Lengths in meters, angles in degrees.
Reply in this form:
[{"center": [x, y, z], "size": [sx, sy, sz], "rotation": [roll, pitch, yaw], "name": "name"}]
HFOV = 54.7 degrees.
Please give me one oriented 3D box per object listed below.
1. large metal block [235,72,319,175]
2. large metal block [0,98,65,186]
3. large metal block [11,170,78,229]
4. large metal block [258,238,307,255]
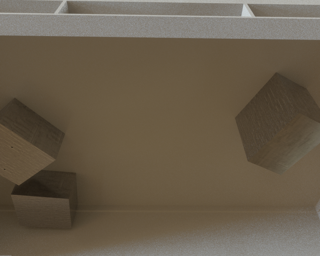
[{"center": [0.142, -0.005, 0.370], "size": [0.050, 0.080, 0.080], "rotation": [23, 127, -18], "name": "large metal block"}, {"center": [-0.189, 0.020, 0.408], "size": [0.080, 0.050, 0.080], "rotation": [-32, 123, 24], "name": "large metal block"}, {"center": [-0.176, 0.112, 0.486], "size": [0.081, 0.050, 0.079], "rotation": [6, 130, -5], "name": "large metal block"}, {"center": [0.251, 0.276, 0.613], "size": [0.080, 0.080, 0.050], "rotation": [23, 126, -18], "name": "large metal block"}]
